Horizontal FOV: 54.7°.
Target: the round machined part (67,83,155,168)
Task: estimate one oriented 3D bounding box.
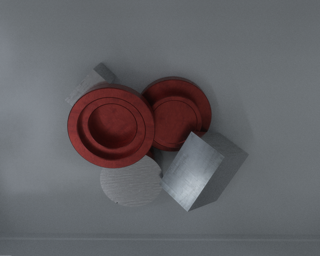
[{"bbox_3d":[-0.055,-0.005,0.367,0.099,0.042,0.097,0,110,-1],"label":"round machined part"}]

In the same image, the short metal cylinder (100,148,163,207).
[{"bbox_3d":[-0.036,0.058,0.417,0.081,0.050,0.079,0,110,-1],"label":"short metal cylinder"}]

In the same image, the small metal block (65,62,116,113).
[{"bbox_3d":[-0.083,-0.050,0.376,0.025,0.050,0.050,43,105,-14],"label":"small metal block"}]

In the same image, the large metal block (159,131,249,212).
[{"bbox_3d":[0.057,0.052,0.393,0.050,0.080,0.080,40,109,29],"label":"large metal block"}]

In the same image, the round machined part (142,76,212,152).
[{"bbox_3d":[0.017,-0.014,0.394,0.099,0.042,0.097,0,110,-1],"label":"round machined part"}]
